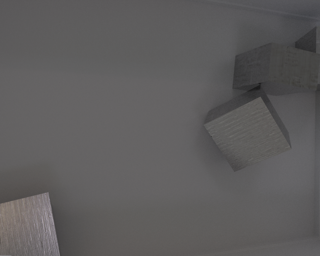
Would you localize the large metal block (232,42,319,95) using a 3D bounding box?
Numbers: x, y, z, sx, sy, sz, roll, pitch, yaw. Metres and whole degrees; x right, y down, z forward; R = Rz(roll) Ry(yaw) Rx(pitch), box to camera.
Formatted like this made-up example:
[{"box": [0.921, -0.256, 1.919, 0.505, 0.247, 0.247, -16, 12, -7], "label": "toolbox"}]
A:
[{"box": [0.162, -0.080, 0.441, 0.081, 0.080, 0.050, 6, 88, -20], "label": "large metal block"}]

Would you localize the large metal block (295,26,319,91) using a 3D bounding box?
[{"box": [0.242, -0.100, 0.463, 0.050, 0.080, 0.080, 1, 90, 4], "label": "large metal block"}]

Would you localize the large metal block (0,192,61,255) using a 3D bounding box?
[{"box": [-0.150, 0.122, 0.325, 0.081, 0.050, 0.080, -11, 64, -20], "label": "large metal block"}]

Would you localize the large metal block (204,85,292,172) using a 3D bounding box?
[{"box": [0.118, 0.001, 0.419, 0.080, 0.050, 0.080, -28, 103, 27], "label": "large metal block"}]
